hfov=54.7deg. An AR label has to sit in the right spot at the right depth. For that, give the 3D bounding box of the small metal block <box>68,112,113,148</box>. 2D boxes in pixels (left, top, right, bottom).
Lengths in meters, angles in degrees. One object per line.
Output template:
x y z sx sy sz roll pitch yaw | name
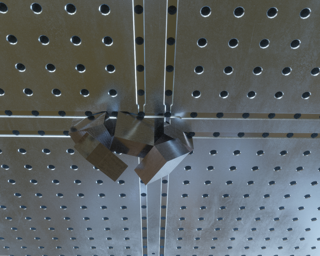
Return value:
-0.087 0.011 0.420 0.050 0.025 0.050 -15 129 12 | small metal block

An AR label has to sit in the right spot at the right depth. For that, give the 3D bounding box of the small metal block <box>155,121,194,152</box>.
0.011 0.025 0.434 0.050 0.025 0.050 29 124 -23 | small metal block

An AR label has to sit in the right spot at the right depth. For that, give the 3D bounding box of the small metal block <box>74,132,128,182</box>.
-0.075 0.035 0.388 0.025 0.050 0.050 -50 122 -10 | small metal block

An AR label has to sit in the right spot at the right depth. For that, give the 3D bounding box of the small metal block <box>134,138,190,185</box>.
0.003 0.042 0.396 0.050 0.025 0.050 -15 150 -51 | small metal block

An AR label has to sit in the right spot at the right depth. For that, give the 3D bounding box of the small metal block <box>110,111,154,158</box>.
-0.035 0.009 0.402 0.050 0.050 0.025 14 129 -13 | small metal block
